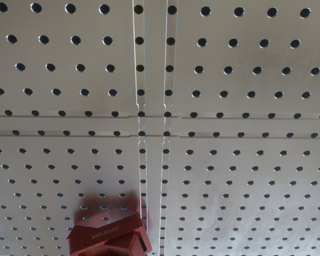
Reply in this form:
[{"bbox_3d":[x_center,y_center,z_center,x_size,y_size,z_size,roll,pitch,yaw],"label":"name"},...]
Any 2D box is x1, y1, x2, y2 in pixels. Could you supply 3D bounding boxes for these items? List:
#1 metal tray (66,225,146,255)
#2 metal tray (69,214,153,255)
[{"bbox_3d":[-0.097,0.226,0.571,0.130,0.030,0.089,1,128,19],"label":"metal tray"},{"bbox_3d":[-0.087,0.215,0.565,0.131,0.030,0.090,-19,130,-7],"label":"metal tray"}]
